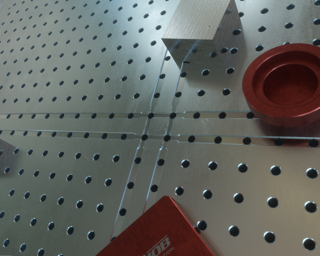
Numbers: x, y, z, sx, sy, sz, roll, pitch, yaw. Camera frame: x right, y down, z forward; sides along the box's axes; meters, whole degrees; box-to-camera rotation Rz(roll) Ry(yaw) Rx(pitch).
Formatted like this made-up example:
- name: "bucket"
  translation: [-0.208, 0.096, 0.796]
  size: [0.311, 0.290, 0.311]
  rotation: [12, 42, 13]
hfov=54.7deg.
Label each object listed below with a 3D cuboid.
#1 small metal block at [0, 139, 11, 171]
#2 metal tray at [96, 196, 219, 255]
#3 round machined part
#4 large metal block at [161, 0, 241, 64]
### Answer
- name: "small metal block"
  translation: [-0.293, 0.048, 0.533]
  size: [0.050, 0.025, 0.050]
  rotation: [-8, 58, 24]
- name: "metal tray"
  translation: [-0.012, 0.146, 0.322]
  size: [0.130, 0.030, 0.090]
  rotation: [-41, 51, 0]
- name: "round machined part"
  translation: [0.146, -0.043, 0.347]
  size: [0.098, 0.042, 0.098]
  rotation: [-13, 56, 21]
- name: "large metal block"
  translation: [0.061, -0.142, 0.448]
  size: [0.080, 0.050, 0.080]
  rotation: [12, 68, 33]
